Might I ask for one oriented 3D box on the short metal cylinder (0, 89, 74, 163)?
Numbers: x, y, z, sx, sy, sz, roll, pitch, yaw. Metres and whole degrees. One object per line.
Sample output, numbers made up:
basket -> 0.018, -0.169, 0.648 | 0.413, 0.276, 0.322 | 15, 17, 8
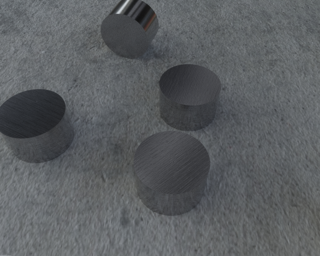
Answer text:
short metal cylinder -> -0.154, -0.003, 0.388 | 0.081, 0.050, 0.080 | 0, 50, 0

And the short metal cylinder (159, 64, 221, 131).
short metal cylinder -> 0.039, -0.042, 0.423 | 0.081, 0.050, 0.080 | 0, 50, 0

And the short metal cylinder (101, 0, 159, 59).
short metal cylinder -> -0.048, -0.160, 0.502 | 0.080, 0.080, 0.050 | 14, 52, 11

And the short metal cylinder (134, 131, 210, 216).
short metal cylinder -> 0.012, 0.050, 0.345 | 0.081, 0.050, 0.080 | 0, 50, 0
